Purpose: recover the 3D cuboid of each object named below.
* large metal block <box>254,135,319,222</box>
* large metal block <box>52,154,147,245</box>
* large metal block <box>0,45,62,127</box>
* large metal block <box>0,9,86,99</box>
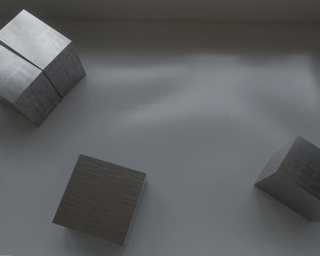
[{"bbox_3d":[0.168,0.062,0.360,0.080,0.080,0.050,34,74,11],"label":"large metal block"},{"bbox_3d":[-0.066,0.085,0.365,0.080,0.050,0.080,16,71,5],"label":"large metal block"},{"bbox_3d":[-0.185,-0.054,0.398,0.080,0.080,0.050,32,73,10],"label":"large metal block"},{"bbox_3d":[-0.155,-0.095,0.413,0.080,0.080,0.050,34,74,11],"label":"large metal block"}]
